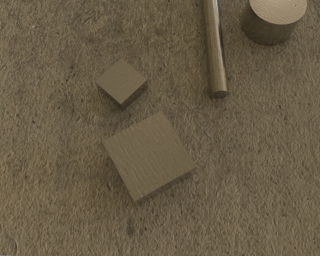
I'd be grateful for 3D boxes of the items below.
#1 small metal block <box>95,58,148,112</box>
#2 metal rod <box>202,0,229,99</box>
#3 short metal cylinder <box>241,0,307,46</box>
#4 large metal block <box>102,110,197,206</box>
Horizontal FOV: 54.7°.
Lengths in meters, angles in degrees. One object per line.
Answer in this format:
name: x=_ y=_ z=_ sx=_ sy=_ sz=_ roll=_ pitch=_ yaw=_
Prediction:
small metal block: x=-0.053 y=-0.060 z=0.430 sx=0.050 sy=0.025 sz=0.050 roll=41 pitch=75 yaw=13
metal rod: x=0.078 y=-0.186 z=0.476 sx=0.025 sy=0.025 sz=0.299 roll=-1 pitch=70 yaw=-1
short metal cylinder: x=0.166 y=-0.170 z=0.458 sx=0.081 sy=0.050 sz=0.080 roll=0 pitch=70 yaw=0
large metal block: x=-0.013 y=0.038 z=0.381 sx=0.080 sy=0.050 sz=0.080 roll=-28 pitch=73 yaw=-10
